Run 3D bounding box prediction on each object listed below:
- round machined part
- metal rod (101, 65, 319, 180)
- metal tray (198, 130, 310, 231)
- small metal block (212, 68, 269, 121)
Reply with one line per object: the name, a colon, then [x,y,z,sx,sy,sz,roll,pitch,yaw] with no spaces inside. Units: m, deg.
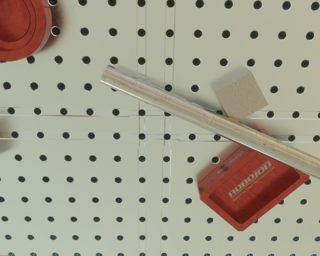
round machined part: [-0.173,-0.128,0.355,0.099,0.042,0.097,0,110,-1]
metal rod: [0.069,-0.007,0.389,0.301,0.025,0.025,24,108,-1]
metal tray: [0.130,0.077,0.440,0.090,0.030,0.130,42,104,-14]
small metal block: [0.103,-0.041,0.400,0.050,0.025,0.050,-30,108,10]
